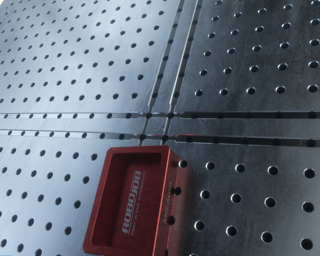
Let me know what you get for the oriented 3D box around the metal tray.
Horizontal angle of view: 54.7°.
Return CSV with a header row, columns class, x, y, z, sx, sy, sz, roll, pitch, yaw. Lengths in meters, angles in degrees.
class,x,y,z,sx,sy,sz,roll,pitch,yaw
metal tray,-0.032,0.086,0.367,0.090,0.030,0.130,-4,60,25
